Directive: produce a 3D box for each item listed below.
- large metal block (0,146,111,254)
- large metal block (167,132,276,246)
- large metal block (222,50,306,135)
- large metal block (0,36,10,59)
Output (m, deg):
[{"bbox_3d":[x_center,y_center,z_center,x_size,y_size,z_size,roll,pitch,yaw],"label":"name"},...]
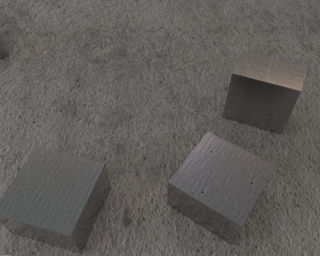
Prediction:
[{"bbox_3d":[-0.107,0.074,0.324,0.080,0.050,0.080,12,51,10],"label":"large metal block"},{"bbox_3d":[0.064,0.063,0.335,0.080,0.050,0.080,28,55,21],"label":"large metal block"},{"bbox_3d":[0.134,-0.046,0.407,0.080,0.080,0.050,18,53,14],"label":"large metal block"},{"bbox_3d":[-0.307,-0.144,0.506,0.081,0.050,0.080,-27,55,-21],"label":"large metal block"}]
